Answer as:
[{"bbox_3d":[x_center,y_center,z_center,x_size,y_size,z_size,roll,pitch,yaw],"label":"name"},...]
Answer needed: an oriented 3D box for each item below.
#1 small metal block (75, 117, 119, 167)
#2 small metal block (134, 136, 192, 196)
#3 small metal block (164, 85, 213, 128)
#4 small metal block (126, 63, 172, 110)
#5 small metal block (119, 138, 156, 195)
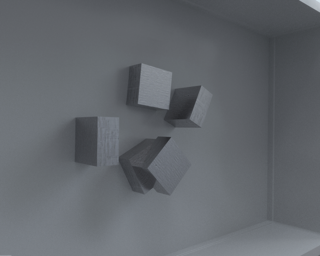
[{"bbox_3d":[-0.069,0.013,0.334,0.025,0.050,0.050,1,90,-40],"label":"small metal block"},{"bbox_3d":[0.005,0.046,0.380,0.050,0.025,0.050,-51,121,-28],"label":"small metal block"},{"bbox_3d":[0.038,-0.028,0.425,0.025,0.050,0.050,33,70,-36],"label":"small metal block"},{"bbox_3d":[-0.013,-0.051,0.397,0.050,0.025,0.050,8,85,-40],"label":"small metal block"},{"bbox_3d":[-0.018,0.047,0.393,0.050,0.025,0.050,-34,111,-35],"label":"small metal block"}]
